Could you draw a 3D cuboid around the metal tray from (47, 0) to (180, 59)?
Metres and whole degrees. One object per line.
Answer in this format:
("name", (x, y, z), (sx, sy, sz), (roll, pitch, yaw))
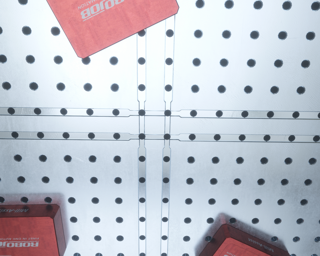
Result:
("metal tray", (-0.055, -0.148, 0.356), (0.130, 0.030, 0.090), (-24, 109, 8))

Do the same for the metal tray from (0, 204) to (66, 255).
("metal tray", (-0.216, 0.163, 0.468), (0.131, 0.030, 0.089), (-1, 110, 0))

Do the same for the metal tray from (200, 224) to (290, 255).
("metal tray", (0.135, 0.218, 0.493), (0.131, 0.030, 0.089), (27, 108, -10))
